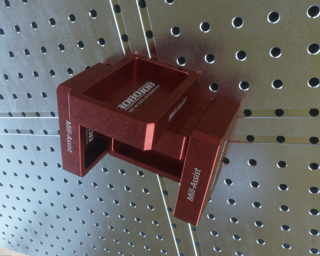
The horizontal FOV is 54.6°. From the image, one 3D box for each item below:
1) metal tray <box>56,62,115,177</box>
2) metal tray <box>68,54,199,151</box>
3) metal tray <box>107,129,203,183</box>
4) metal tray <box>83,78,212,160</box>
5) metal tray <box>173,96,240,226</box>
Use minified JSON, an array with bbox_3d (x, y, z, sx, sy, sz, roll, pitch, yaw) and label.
[{"bbox_3d":[-0.091,-0.011,0.411,0.030,0.090,0.129,20,126,16],"label":"metal tray"},{"bbox_3d":[-0.022,-0.036,0.332,0.090,0.131,0.030,20,127,16],"label":"metal tray"},{"bbox_3d":[-0.008,0.016,0.422,0.130,0.030,0.089,20,126,16],"label":"metal tray"},{"bbox_3d":[-0.014,-0.020,0.364,0.130,0.090,0.030,20,126,16],"label":"metal tray"},{"bbox_3d":[0.055,0.039,0.364,0.030,0.090,0.129,20,126,17],"label":"metal tray"}]
